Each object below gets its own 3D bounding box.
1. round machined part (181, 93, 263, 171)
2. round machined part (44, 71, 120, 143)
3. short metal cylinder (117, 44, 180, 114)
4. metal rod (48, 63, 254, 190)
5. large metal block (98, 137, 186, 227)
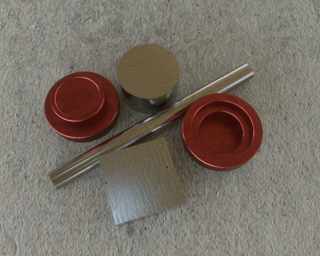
[{"bbox_3d":[0.076,0.008,0.397,0.099,0.042,0.098,0,70,0],"label":"round machined part"},{"bbox_3d":[-0.104,-0.033,0.411,0.099,0.042,0.098,0,70,0],"label":"round machined part"},{"bbox_3d":[-0.015,-0.065,0.419,0.081,0.050,0.080,0,70,0],"label":"short metal cylinder"},{"bbox_3d":[-0.003,-0.008,0.413,0.301,0.025,0.025,-30,73,-11],"label":"metal rod"},{"bbox_3d":[-0.021,0.066,0.372,0.081,0.050,0.080,-16,71,-6],"label":"large metal block"}]
